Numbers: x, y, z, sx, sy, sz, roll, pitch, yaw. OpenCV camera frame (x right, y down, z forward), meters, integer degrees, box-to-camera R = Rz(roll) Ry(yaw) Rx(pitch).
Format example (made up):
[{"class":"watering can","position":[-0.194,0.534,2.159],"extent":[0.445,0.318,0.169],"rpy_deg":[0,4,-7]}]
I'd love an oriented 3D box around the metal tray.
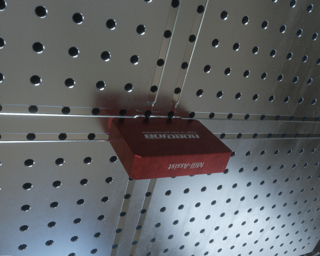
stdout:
[{"class":"metal tray","position":[0.012,0.022,0.388],"extent":[0.131,0.090,0.030],"rpy_deg":[0,119,-28]}]
